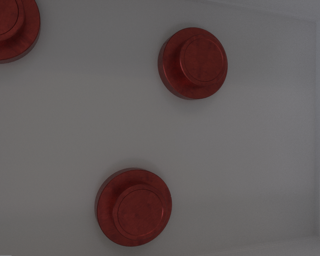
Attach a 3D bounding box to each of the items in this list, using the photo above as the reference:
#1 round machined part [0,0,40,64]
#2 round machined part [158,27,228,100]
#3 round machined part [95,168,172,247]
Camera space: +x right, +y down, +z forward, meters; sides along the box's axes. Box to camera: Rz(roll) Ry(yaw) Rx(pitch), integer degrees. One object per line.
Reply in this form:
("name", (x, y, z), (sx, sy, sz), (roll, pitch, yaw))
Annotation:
("round machined part", (-0.182, -0.122, 0.334), (0.099, 0.042, 0.097), (0, 90, -20))
("round machined part", (0.050, -0.088, 0.420), (0.099, 0.042, 0.097), (0, 90, -20))
("round machined part", (-0.030, 0.101, 0.391), (0.099, 0.042, 0.097), (0, 90, -20))
